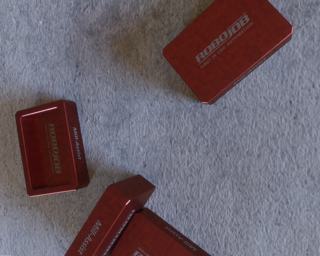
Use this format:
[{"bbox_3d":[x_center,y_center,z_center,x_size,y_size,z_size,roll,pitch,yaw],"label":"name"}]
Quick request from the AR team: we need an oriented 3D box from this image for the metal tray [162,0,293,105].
[{"bbox_3d":[0.079,-0.102,0.378,0.130,0.030,0.090,-40,78,15],"label":"metal tray"}]

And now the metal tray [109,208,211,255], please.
[{"bbox_3d":[0.004,0.180,0.404,0.130,0.030,0.090,33,100,16],"label":"metal tray"}]

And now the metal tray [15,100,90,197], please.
[{"bbox_3d":[-0.161,0.031,0.461,0.090,0.030,0.129,-12,86,19],"label":"metal tray"}]

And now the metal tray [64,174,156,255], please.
[{"bbox_3d":[-0.065,0.125,0.396,0.030,0.090,0.129,36,101,16],"label":"metal tray"}]
